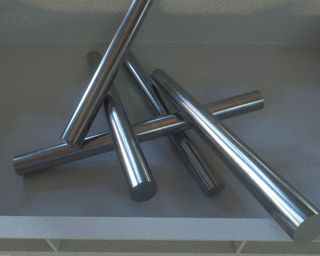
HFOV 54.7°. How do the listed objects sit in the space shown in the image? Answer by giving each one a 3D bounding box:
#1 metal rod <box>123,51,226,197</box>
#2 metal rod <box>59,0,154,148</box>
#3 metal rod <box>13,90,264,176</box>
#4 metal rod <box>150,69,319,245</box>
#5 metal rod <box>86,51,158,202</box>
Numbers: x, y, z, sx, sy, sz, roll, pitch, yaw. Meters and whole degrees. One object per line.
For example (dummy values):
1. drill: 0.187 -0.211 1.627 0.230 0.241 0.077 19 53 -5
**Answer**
1. metal rod: -0.003 -0.033 0.432 0.025 0.025 0.300 -20 53 -17
2. metal rod: -0.047 -0.113 0.396 0.025 0.025 0.300 17 70 13
3. metal rod: -0.022 0.005 0.374 0.302 0.025 0.025 -15 52 -3
4. metal rod: 0.045 -0.005 0.315 0.025 0.025 0.300 -15 31 -13
5. metal rod: -0.060 -0.028 0.384 0.025 0.025 0.300 -14 38 -12
